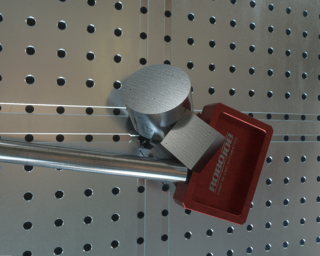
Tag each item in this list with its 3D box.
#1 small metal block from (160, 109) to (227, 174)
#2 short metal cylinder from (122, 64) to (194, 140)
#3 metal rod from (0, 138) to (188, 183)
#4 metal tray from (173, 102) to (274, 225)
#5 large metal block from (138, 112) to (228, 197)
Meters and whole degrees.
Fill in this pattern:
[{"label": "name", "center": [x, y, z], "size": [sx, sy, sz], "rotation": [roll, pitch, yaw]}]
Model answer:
[{"label": "small metal block", "center": [0.038, 0.015, 0.350], "size": [0.050, 0.050, 0.025], "rotation": [-53, 147, 5]}, {"label": "short metal cylinder", "center": [-0.001, -0.032, 0.377], "size": [0.080, 0.080, 0.050], "rotation": [-37, 145, -17]}, {"label": "metal rod", "center": [-0.119, 0.031, 0.338], "size": [0.302, 0.025, 0.025], "rotation": [8, 87, -9]}, {"label": "metal tray", "center": [0.080, 0.044, 0.385], "size": [0.091, 0.030, 0.129], "rotation": [22, 82, -19]}, {"label": "large metal block", "center": [0.032, 0.035, 0.411], "size": [0.080, 0.050, 0.080], "rotation": [-37, 102, -17]}]
